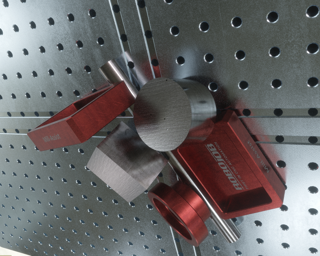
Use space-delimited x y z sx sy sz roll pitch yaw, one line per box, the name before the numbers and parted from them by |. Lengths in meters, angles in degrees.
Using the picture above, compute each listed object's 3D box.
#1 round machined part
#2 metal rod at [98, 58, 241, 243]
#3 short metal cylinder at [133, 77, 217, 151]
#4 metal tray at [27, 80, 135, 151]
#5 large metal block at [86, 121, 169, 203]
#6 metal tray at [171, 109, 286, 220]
round machined part | 0.031 0.112 0.430 0.098 0.042 0.098 42 159 21
metal rod | 0.019 0.038 0.419 0.025 0.025 0.299 -28 103 37
short metal cylinder | 0.016 -0.016 0.353 0.080 0.050 0.079 5 97 39
metal tray | -0.102 -0.013 0.392 0.130 0.090 0.030 -11 115 48
large metal block | -0.047 0.049 0.422 0.080 0.050 0.080 41 147 0
metal tray | 0.084 0.051 0.390 0.090 0.030 0.130 -28 103 37
